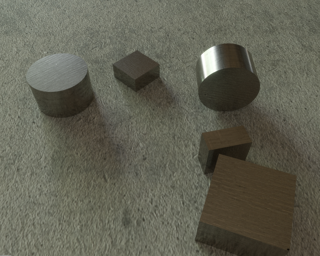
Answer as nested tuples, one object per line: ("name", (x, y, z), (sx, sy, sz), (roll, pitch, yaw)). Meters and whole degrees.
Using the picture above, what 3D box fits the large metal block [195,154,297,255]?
("large metal block", (0.088, 0.083, 0.318), (0.080, 0.050, 0.080), (16, 52, 12))

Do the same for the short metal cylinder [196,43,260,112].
("short metal cylinder", (0.091, -0.068, 0.425), (0.080, 0.080, 0.050), (0, 50, 0))

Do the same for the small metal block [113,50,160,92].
("small metal block", (-0.036, -0.089, 0.478), (0.050, 0.025, 0.050), (37, 59, 27))

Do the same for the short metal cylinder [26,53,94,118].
("short metal cylinder", (-0.139, -0.061, 0.437), (0.081, 0.050, 0.080), (0, 50, 0))

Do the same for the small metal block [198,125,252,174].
("small metal block", (0.075, 0.026, 0.365), (0.050, 0.050, 0.025), (-10, 51, -9))
